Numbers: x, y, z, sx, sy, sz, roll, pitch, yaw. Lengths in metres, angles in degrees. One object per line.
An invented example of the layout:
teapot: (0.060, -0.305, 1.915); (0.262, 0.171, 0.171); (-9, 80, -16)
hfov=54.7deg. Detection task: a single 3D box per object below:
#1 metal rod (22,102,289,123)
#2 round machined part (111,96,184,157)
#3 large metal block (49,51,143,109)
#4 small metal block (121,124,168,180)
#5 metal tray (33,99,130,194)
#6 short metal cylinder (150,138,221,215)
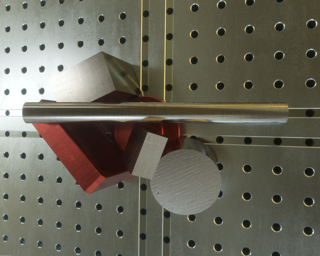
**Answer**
metal rod: (-0.005, -0.018, 0.363); (0.302, 0.025, 0.025); (0, 90, 0)
round machined part: (-0.021, 0.006, 0.413); (0.098, 0.042, 0.097); (0, 90, 19)
large metal block: (-0.081, -0.053, 0.409); (0.080, 0.080, 0.050); (-22, 83, 18)
small metal block: (-0.020, 0.025, 0.359); (0.025, 0.050, 0.050); (19, 96, -24)
metal tray: (-0.102, 0.021, 0.412); (0.030, 0.090, 0.130); (-45, 76, 14)
short metal cylinder: (0.031, 0.057, 0.375); (0.080, 0.050, 0.079); (1, 102, 4)
